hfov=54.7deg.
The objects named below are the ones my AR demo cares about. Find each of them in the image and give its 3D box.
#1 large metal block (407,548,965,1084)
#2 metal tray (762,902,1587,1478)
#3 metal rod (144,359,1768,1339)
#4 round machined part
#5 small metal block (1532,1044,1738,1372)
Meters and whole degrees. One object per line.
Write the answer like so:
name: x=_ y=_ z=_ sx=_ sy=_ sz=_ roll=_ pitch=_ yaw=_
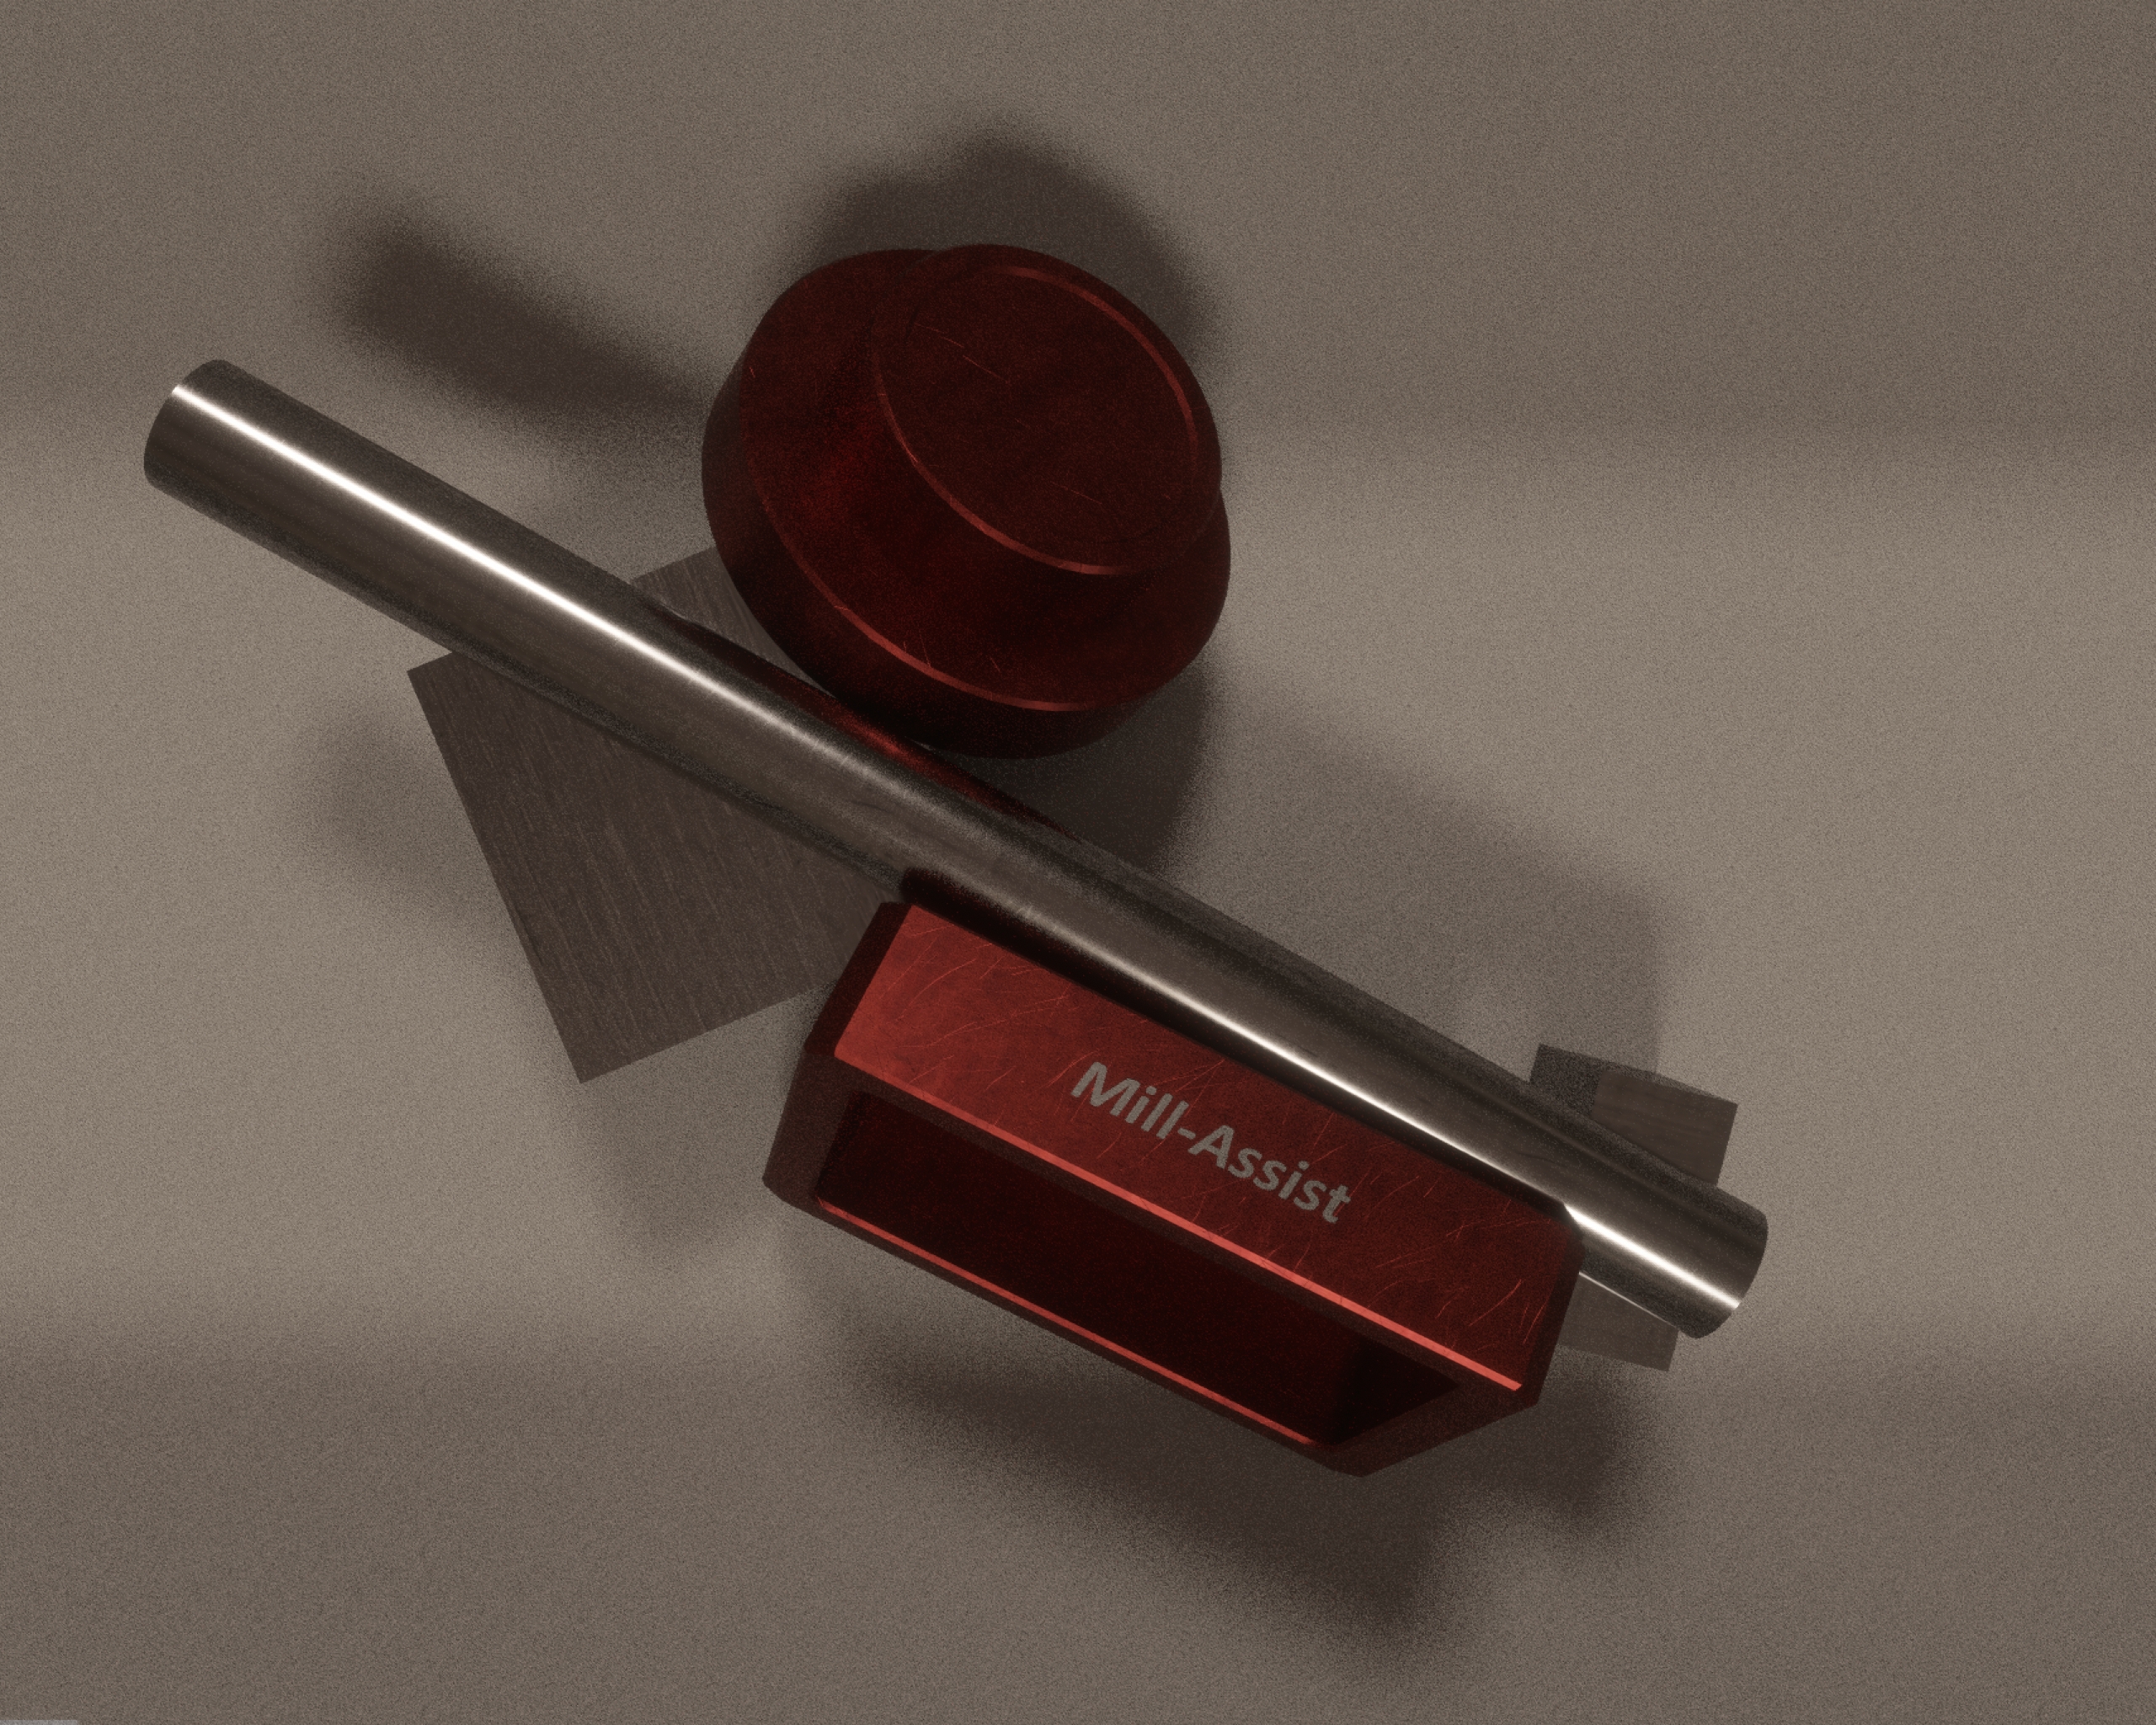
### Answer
large metal block: x=-0.067 y=-0.013 z=0.396 sx=0.080 sy=0.050 sz=0.080 roll=-22 pitch=90 yaw=-1
metal tray: x=0.012 y=0.063 z=0.374 sx=0.131 sy=0.090 sz=0.030 roll=26 pitch=63 yaw=-1
metal rod: x=-0.020 y=-0.002 z=0.358 sx=0.301 sy=0.025 sz=0.025 roll=29 pitch=90 yaw=-1
round machined part: x=-0.014 y=-0.071 z=0.375 sx=0.099 sy=0.042 sz=0.098 roll=14 pitch=59 yaw=-25
small metal block: x=0.100 y=0.064 z=0.399 sx=0.025 sy=0.050 sz=0.050 roll=15 pitch=90 yaw=0
